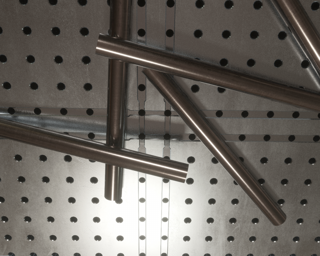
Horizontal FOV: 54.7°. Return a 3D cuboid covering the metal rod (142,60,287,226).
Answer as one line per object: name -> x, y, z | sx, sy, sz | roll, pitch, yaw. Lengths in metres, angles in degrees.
metal rod -> 0.083, 0.030, 0.425 | 0.025, 0.025, 0.300 | -38, 106, 12

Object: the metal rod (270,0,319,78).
metal rod -> 0.179, -0.109, 0.375 | 0.025, 0.025, 0.300 | -37, 106, 12

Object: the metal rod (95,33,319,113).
metal rod -> 0.075, -0.062, 0.376 | 0.302, 0.025, 0.025 | 13, 110, -11

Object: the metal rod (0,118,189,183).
metal rod -> -0.113, 0.022, 0.399 | 0.302, 0.025, 0.025 | 14, 110, 2

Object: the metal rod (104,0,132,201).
metal rod -> -0.055, -0.041, 0.397 | 0.025, 0.025, 0.298 | 5, 110, -2
